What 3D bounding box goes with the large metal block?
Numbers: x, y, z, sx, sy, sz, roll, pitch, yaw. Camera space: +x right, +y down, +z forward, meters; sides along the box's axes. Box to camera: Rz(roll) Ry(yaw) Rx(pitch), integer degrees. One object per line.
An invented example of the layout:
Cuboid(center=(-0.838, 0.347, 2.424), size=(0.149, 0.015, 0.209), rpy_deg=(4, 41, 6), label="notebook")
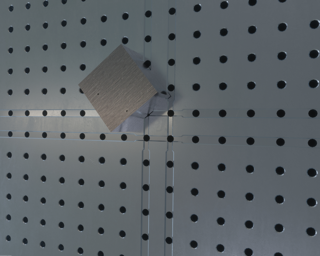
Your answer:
Cuboid(center=(-0.047, -0.050, 0.417), size=(0.080, 0.050, 0.080), rpy_deg=(-39, 78, 16), label="large metal block")
